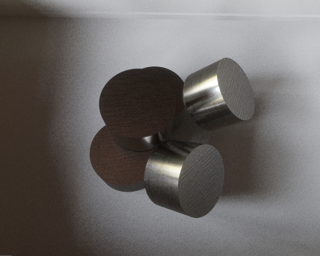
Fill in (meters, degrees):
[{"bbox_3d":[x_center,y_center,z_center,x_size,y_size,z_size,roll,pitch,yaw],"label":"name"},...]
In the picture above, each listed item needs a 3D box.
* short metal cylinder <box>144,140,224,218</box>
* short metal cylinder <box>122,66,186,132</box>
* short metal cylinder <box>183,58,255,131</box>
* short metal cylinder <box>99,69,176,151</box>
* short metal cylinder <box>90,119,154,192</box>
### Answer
[{"bbox_3d":[0.029,0.055,0.352,0.050,0.080,0.080,5,63,45],"label":"short metal cylinder"},{"bbox_3d":[-0.007,-0.033,0.406,0.081,0.050,0.080,0,70,0],"label":"short metal cylinder"},{"bbox_3d":[0.075,-0.041,0.389,0.080,0.050,0.080,20,61,-40],"label":"short metal cylinder"},{"bbox_3d":[-0.023,-0.019,0.347,0.081,0.050,0.080,0,70,0],"label":"short metal cylinder"},{"bbox_3d":[-0.041,0.035,0.382,0.081,0.050,0.080,0,70,0],"label":"short metal cylinder"}]
